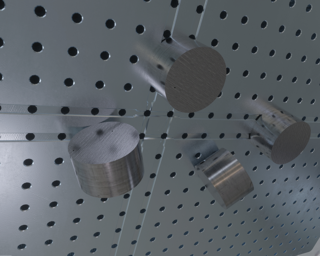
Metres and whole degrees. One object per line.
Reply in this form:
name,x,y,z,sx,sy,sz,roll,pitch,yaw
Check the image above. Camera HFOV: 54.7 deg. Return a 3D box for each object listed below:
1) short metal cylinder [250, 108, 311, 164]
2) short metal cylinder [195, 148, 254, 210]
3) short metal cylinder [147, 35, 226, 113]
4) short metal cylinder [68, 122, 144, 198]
short metal cylinder,0.198,0.013,0.511,0.081,0.050,0.079,-14,124,-21
short metal cylinder,0.098,0.077,0.477,0.050,0.080,0.080,-33,129,-6
short metal cylinder,0.031,-0.065,0.372,0.081,0.050,0.079,-14,124,-21
short metal cylinder,-0.061,0.035,0.364,0.081,0.080,0.050,-18,126,-18
